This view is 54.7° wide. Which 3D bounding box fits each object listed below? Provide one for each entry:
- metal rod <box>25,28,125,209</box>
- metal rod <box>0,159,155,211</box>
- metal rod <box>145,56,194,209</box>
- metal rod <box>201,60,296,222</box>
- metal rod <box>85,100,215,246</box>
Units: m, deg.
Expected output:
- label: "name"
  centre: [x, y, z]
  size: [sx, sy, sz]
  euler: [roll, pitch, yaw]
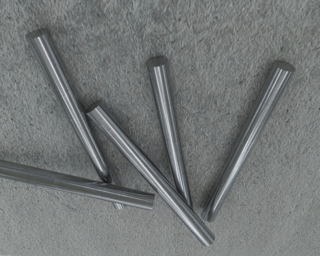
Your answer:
- label: "metal rod"
  centre: [-0.097, 0.013, 0.416]
  size: [0.025, 0.025, 0.299]
  euler: [-9, 130, 8]
- label: "metal rod"
  centre: [-0.157, 0.074, 0.446]
  size: [0.302, 0.025, 0.025]
  euler: [13, 129, -3]
- label: "metal rod"
  centre: [0.021, 0.038, 0.439]
  size: [0.025, 0.025, 0.298]
  euler: [-8, 130, 6]
- label: "metal rod"
  centre: [0.112, 0.042, 0.443]
  size: [0.025, 0.025, 0.298]
  euler: [8, 130, -7]
- label: "metal rod"
  centre: [-0.001, 0.080, 0.451]
  size: [0.025, 0.025, 0.300]
  euler: [-27, 118, 21]
